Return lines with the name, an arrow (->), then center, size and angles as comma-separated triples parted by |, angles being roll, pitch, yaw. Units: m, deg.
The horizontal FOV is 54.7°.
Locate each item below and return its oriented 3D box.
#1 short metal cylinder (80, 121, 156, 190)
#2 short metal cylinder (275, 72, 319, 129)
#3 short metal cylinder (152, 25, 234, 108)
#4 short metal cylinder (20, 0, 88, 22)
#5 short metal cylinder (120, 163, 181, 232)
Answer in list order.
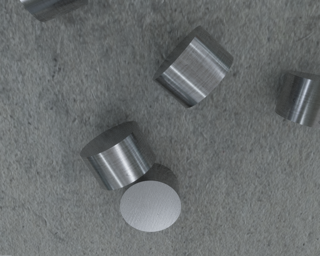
short metal cylinder -> -0.052, 0.033, 0.392 | 0.080, 0.080, 0.050 | -25, 109, 8
short metal cylinder -> 0.186, -0.034, 0.371 | 0.081, 0.080, 0.050 | 9, 110, -4
short metal cylinder -> 0.037, -0.069, 0.355 | 0.050, 0.080, 0.080 | 40, 105, -14
short metal cylinder -> -0.117, -0.158, 0.321 | 0.050, 0.080, 0.080 | -20, 109, 7
short metal cylinder -> -0.012, 0.096, 0.432 | 0.081, 0.050, 0.079 | 0, 110, -1
